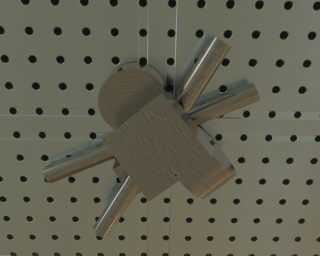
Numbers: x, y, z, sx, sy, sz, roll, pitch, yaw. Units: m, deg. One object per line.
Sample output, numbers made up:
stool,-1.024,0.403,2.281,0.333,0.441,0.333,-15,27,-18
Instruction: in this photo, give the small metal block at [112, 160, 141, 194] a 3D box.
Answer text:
small metal block,-0.030,0.060,0.431,0.050,0.025,0.050,-27,108,9

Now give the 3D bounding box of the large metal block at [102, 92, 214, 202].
large metal block,0.000,0.018,0.335,0.080,0.050,0.080,-38,89,13

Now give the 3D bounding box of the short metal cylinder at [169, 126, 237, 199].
short metal cylinder,0.052,0.043,0.397,0.050,0.080,0.080,-41,105,14

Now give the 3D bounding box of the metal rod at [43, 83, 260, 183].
metal rod,-0.017,0.010,0.413,0.301,0.025,0.025,-22,109,7

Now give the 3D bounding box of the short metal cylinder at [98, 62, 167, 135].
short metal cylinder,-0.032,-0.037,0.382,0.081,0.050,0.079,0,110,0

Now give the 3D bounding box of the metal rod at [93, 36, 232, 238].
metal rod,-0.006,0.023,0.392,0.025,0.025,0.298,29,107,-10
